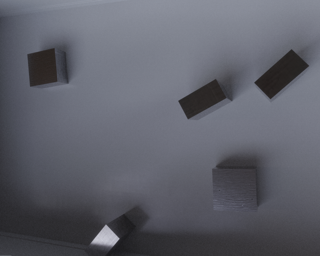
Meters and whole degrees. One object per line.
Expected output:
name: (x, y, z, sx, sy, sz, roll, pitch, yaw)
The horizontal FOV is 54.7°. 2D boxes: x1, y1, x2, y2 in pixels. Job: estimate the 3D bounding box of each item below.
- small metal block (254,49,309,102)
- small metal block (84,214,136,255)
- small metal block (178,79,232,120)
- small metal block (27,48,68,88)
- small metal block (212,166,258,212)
small metal block: (0.136, -0.056, 0.349, 0.050, 0.050, 0.025, -43, 77, 15)
small metal block: (-0.066, 0.150, 0.421, 0.025, 0.050, 0.050, 42, 103, 15)
small metal block: (0.056, -0.033, 0.377, 0.050, 0.050, 0.025, -29, 81, 17)
small metal block: (-0.170, -0.089, 0.471, 0.050, 0.025, 0.050, -6, 88, 19)
small metal block: (0.092, 0.073, 0.378, 0.050, 0.025, 0.050, -2, 89, 20)
